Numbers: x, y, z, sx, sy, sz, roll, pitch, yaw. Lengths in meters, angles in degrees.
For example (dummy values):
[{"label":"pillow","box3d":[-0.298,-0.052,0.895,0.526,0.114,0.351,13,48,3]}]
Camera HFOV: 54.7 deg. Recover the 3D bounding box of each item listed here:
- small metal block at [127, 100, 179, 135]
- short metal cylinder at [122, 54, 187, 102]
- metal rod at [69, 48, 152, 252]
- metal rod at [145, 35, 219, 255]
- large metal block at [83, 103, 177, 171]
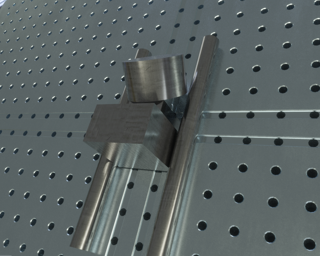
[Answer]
[{"label":"small metal block","box3d":[-0.010,-0.013,0.405,0.050,0.050,0.025,2,63,28]},{"label":"short metal cylinder","box3d":[-0.006,-0.068,0.410,0.080,0.050,0.080,-7,16,2]},{"label":"metal rod","box3d":[-0.060,0.013,0.432,0.025,0.025,0.300,1,62,28]},{"label":"metal rod","box3d":[0.035,0.006,0.386,0.025,0.025,0.300,2,62,29]},{"label":"large metal block","box3d":[-0.031,0.013,0.378,0.080,0.080,0.050,1,62,28]}]
